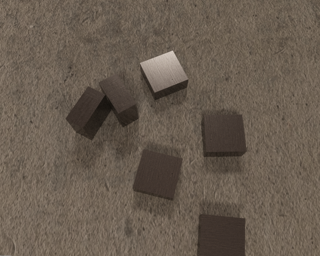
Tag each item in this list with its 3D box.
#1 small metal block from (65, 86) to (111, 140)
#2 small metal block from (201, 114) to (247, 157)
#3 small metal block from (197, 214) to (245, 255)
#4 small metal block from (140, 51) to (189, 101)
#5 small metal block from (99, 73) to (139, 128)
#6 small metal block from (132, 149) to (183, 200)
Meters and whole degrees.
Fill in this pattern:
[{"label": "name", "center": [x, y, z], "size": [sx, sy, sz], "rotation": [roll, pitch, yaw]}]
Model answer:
[{"label": "small metal block", "center": [-0.091, -0.018, 0.400], "size": [0.025, 0.050, 0.050], "rotation": [27, 72, 9]}, {"label": "small metal block", "center": [0.082, 0.010, 0.405], "size": [0.050, 0.025, 0.050], "rotation": [-1, 70, -1]}, {"label": "small metal block", "center": [0.071, 0.130, 0.362], "size": [0.050, 0.025, 0.050], "rotation": [6, 70, 1]}, {"label": "small metal block", "center": [0.005, -0.074, 0.435], "size": [0.050, 0.025, 0.050], "rotation": [-23, 72, -9]}, {"label": "small metal block", "center": [-0.053, -0.035, 0.407], "size": [0.025, 0.050, 0.050], "rotation": [-30, 73, -11]}, {"label": "small metal block", "center": [-0.002, 0.059, 0.387], "size": [0.050, 0.025, 0.050], "rotation": [14, 70, 4]}]
